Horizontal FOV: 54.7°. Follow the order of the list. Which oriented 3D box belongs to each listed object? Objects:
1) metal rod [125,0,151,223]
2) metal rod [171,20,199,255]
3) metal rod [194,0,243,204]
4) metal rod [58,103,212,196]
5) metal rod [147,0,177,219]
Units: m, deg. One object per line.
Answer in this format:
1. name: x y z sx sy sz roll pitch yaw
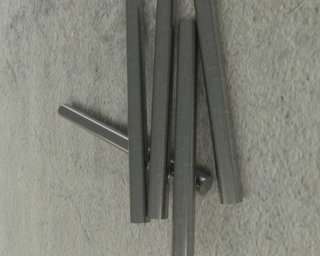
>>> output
1. metal rod: -0.030 -0.032 0.404 0.025 0.025 0.298 -12 76 39
2. metal rod: 0.029 0.022 0.352 0.025 0.025 0.298 -5 79 39
3. metal rod: 0.061 -0.066 0.352 0.025 0.025 0.298 -11 83 39
4. metal rod: -0.056 0.018 0.448 0.300 0.025 0.025 24 105 37
5. metal rod: 0.004 -0.043 0.379 0.025 0.025 0.298 -3 82 39
